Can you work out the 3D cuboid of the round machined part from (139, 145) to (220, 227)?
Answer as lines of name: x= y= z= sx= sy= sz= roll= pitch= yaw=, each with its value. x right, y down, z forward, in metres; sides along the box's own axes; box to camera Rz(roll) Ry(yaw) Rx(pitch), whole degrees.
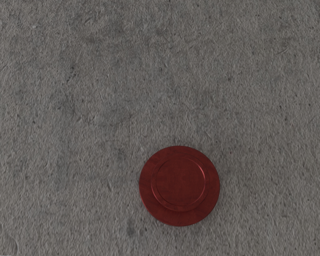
round machined part: x=0.024 y=0.068 z=0.375 sx=0.099 sy=0.042 sz=0.098 roll=0 pitch=70 yaw=0
